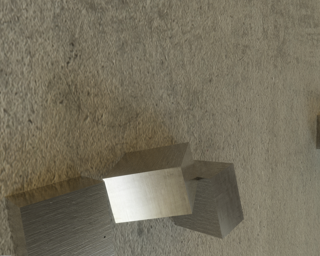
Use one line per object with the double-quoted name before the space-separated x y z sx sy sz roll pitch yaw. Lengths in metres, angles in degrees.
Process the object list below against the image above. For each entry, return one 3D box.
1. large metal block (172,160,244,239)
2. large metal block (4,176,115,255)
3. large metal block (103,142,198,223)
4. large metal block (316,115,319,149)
"large metal block" 0.057 0.091 0.415 0.050 0.080 0.080 -23 105 -41
"large metal block" -0.098 0.099 0.307 0.081 0.050 0.079 -12 98 -39
"large metal block" -0.006 0.057 0.343 0.080 0.080 0.050 -53 131 -72
"large metal block" 0.416 0.011 0.737 0.081 0.050 0.080 2 89 -40
